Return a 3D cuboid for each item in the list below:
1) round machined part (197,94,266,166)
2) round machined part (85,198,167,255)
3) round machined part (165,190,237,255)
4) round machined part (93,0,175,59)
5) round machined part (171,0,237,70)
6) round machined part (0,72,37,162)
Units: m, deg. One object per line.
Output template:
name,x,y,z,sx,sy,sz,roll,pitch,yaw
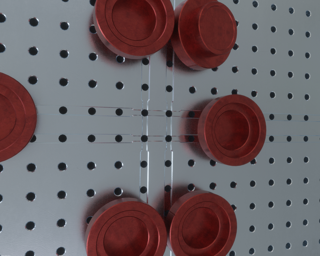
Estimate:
round machined part,0.097,0.003,0.439,0.099,0.042,0.097,0,90,-20
round machined part,-0.044,0.135,0.387,0.099,0.042,0.097,0,90,-20
round machined part,0.051,0.133,0.422,0.099,0.042,0.097,0,90,-20
round machined part,-0.034,-0.135,0.390,0.099,0.042,0.097,0,90,-20
round machined part,0.065,-0.129,0.415,0.099,0.042,0.097,-1,92,-34
round machined part,-0.186,-0.011,0.335,0.099,0.042,0.097,0,90,-20
